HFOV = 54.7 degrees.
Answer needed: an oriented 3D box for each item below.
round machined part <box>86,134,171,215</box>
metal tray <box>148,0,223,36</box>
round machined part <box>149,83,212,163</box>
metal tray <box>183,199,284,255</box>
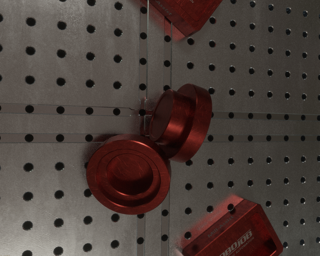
[{"bbox_3d":[-0.035,0.052,0.376,0.099,0.042,0.097,2,109,6],"label":"round machined part"},{"bbox_3d":[0.023,-0.202,0.419,0.130,0.030,0.090,39,77,-16],"label":"metal tray"},{"bbox_3d":[0.019,-0.010,0.382,0.042,0.098,0.098,18,84,-20],"label":"round machined part"},{"bbox_3d":[0.109,0.179,0.452,0.131,0.030,0.090,-33,101,-17],"label":"metal tray"}]
